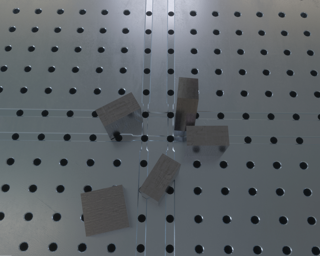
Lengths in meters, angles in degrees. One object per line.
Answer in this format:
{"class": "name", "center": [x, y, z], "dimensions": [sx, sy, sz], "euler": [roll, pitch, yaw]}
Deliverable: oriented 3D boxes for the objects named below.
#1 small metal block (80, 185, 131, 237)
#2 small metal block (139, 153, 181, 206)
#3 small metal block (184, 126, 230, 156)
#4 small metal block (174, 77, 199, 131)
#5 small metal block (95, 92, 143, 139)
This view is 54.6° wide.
{"class": "small metal block", "center": [-0.065, 0.100, 0.375], "dimensions": [0.050, 0.025, 0.050], "euler": [-12, 70, -4]}
{"class": "small metal block", "center": [0.001, 0.064, 0.375], "dimensions": [0.025, 0.050, 0.050], "euler": [30, 73, 10]}
{"class": "small metal block", "center": [0.057, 0.017, 0.393], "dimensions": [0.050, 0.050, 0.025], "euler": [0, 70, 0]}
{"class": "small metal block", "center": [0.034, -0.031, 0.400], "dimensions": [0.025, 0.050, 0.050], "euler": [5, 38, 2]}
{"class": "small metal block", "center": [-0.051, -0.015, 0.404], "dimensions": [0.050, 0.050, 0.025], "euler": [-28, 73, -10]}
